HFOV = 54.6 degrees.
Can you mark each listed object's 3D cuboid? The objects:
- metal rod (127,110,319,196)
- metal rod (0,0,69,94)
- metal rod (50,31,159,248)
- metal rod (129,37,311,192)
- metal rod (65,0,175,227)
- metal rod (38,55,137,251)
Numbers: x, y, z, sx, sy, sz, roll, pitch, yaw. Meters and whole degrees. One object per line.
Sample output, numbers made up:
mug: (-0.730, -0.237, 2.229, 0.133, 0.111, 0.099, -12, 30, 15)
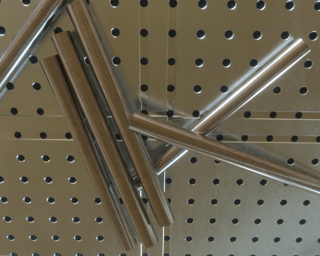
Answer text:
metal rod: (0.102, 0.039, 0.408, 0.302, 0.025, 0.025, 20, 109, -15)
metal rod: (-0.173, -0.094, 0.377, 0.025, 0.025, 0.299, 40, 105, -13)
metal rod: (-0.066, 0.024, 0.403, 0.025, 0.025, 0.299, -20, 102, 7)
metal rod: (0.064, -0.006, 0.411, 0.300, 0.025, 0.025, -41, 105, 13)
metal rod: (-0.044, -0.008, 0.392, 0.025, 0.025, 0.299, -20, 103, 7)
metal rod: (-0.092, 0.047, 0.429, 0.025, 0.025, 0.299, -16, 109, 6)
